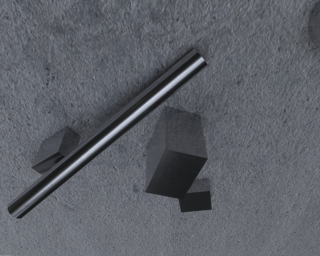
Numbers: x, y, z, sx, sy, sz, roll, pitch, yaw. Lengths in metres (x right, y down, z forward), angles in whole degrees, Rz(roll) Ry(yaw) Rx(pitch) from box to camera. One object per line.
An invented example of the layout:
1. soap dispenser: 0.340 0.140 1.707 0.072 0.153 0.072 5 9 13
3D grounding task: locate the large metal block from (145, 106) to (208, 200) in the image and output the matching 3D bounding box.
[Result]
1. large metal block: 0.017 0.032 0.398 0.050 0.080 0.079 14 129 -12

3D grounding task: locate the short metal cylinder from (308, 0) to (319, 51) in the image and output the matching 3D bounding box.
1. short metal cylinder: 0.198 -0.101 0.308 0.081 0.050 0.079 0 130 0

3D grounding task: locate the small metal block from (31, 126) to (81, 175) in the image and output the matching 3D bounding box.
1. small metal block: -0.138 0.032 0.416 0.050 0.050 0.025 -29 125 22

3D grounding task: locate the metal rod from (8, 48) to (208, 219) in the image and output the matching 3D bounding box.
1. metal rod: -0.069 0.014 0.370 0.300 0.025 0.025 -39 122 11

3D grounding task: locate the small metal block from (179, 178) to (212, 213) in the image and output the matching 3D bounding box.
1. small metal block: 0.056 0.110 0.502 0.050 0.025 0.050 -7 130 5
